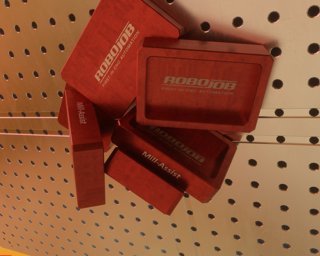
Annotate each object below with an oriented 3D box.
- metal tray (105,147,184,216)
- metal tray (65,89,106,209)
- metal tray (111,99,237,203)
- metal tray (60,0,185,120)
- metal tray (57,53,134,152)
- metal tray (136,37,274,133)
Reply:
[{"bbox_3d":[-0.013,0.061,0.394,0.090,0.130,0.030,33,90,6],"label":"metal tray"},{"bbox_3d":[-0.092,0.019,0.375,0.030,0.130,0.089,-6,125,-17],"label":"metal tray"},{"bbox_3d":[0.020,0.018,0.369,0.130,0.090,0.030,33,128,6],"label":"metal tray"},{"bbox_3d":[-0.045,-0.085,0.356,0.090,0.030,0.129,38,115,-2],"label":"metal tray"},{"bbox_3d":[-0.088,-0.036,0.433,0.090,0.030,0.129,33,129,5],"label":"metal tray"},{"bbox_3d":[0.042,-0.044,0.328,0.131,0.030,0.089,4,123,0],"label":"metal tray"}]
